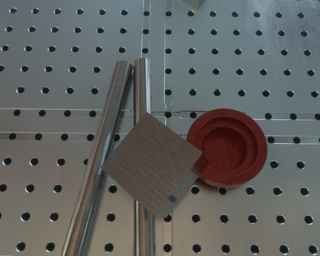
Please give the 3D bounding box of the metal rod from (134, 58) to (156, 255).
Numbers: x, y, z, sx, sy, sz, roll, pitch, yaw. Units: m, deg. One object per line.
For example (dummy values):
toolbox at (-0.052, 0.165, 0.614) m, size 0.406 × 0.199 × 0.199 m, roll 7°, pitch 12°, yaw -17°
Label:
metal rod at (-0.021, 0.046, 0.394) m, size 0.025 × 0.025 × 0.299 m, roll -2°, pitch 70°, yaw -1°

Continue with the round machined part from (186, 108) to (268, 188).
round machined part at (0.081, 0.028, 0.394) m, size 0.099 × 0.042 × 0.098 m, roll 0°, pitch 70°, yaw -1°

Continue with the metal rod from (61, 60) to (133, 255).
metal rod at (-0.080, 0.048, 0.393) m, size 0.025 × 0.025 × 0.299 m, roll 11°, pitch 70°, yaw 3°

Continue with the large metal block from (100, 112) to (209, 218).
large metal block at (-0.004, 0.042, 0.349) m, size 0.080 × 0.050 × 0.080 m, roll 37°, pitch 84°, yaw 24°
